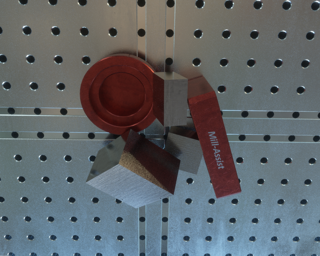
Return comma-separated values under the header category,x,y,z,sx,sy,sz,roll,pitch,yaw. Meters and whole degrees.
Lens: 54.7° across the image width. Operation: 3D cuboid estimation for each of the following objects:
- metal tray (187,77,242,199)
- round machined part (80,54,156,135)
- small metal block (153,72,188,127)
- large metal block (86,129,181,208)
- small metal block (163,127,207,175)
category,x,y,z,sx,sy,sz,roll,pitch,yaw
metal tray,0.062,0.009,0.383,0.030,0.090,0.129,-17,110,6
round machined part,-0.046,-0.044,0.387,0.099,0.042,0.097,0,110,-1
small metal block,0.010,-0.034,0.344,0.025,0.050,0.050,-5,109,-14
large metal block,-0.034,0.056,0.396,0.080,0.050,0.080,34,139,-23
small metal block,0.033,0.030,0.419,0.050,0.025,0.050,15,114,5
